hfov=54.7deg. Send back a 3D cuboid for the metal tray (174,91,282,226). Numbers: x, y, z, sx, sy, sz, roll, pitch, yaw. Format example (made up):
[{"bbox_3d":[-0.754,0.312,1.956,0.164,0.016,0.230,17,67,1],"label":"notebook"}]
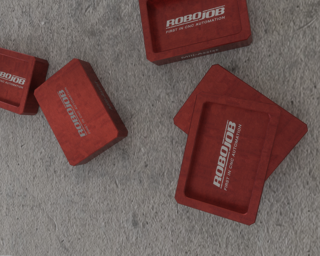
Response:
[{"bbox_3d":[0.075,0.031,0.347,0.090,0.030,0.129,13,94,19],"label":"metal tray"}]

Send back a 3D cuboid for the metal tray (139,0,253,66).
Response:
[{"bbox_3d":[0.043,-0.137,0.390,0.130,0.030,0.089,-9,87,19],"label":"metal tray"}]

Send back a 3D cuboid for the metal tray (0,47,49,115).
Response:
[{"bbox_3d":[-0.247,-0.080,0.493,0.130,0.030,0.089,17,96,19],"label":"metal tray"}]

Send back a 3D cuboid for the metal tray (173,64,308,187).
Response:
[{"bbox_3d":[0.093,-0.004,0.373,0.130,0.030,0.090,39,102,15],"label":"metal tray"}]

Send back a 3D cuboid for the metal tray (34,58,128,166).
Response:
[{"bbox_3d":[-0.116,-0.022,0.447,0.090,0.030,0.130,-33,79,17],"label":"metal tray"}]
